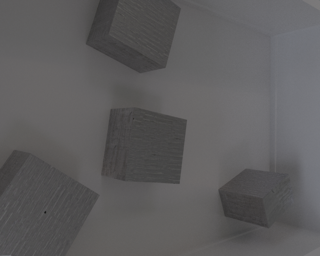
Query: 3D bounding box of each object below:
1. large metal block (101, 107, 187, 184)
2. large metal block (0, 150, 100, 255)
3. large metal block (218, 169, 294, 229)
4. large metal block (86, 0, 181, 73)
[{"bbox_3d":[-0.018,0.023,0.375,0.081,0.050,0.080,12,83,-39],"label":"large metal block"},{"bbox_3d":[-0.119,0.077,0.291,0.080,0.050,0.080,42,65,-32],"label":"large metal block"},{"bbox_3d":[0.156,0.110,0.502,0.081,0.080,0.050,-25,106,-37],"label":"large metal block"},{"bbox_3d":[-0.029,-0.121,0.365,0.080,0.050,0.080,23,76,-38],"label":"large metal block"}]
